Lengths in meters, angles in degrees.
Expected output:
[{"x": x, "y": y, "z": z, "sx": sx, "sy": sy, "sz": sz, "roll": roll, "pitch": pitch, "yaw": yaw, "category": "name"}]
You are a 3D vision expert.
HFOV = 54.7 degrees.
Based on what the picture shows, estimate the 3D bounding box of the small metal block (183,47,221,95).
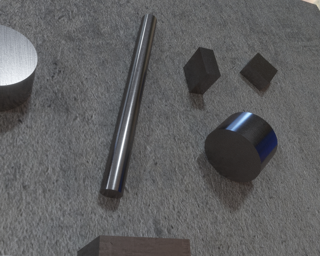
[{"x": 0.063, "y": -0.087, "z": 0.477, "sx": 0.025, "sy": 0.050, "sz": 0.050, "roll": 5, "pitch": 60, "yaw": -26, "category": "small metal block"}]

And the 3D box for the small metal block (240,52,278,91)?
[{"x": 0.182, "y": -0.104, "z": 0.568, "sx": 0.050, "sy": 0.025, "sz": 0.050, "roll": 43, "pitch": 51, "yaw": 1, "category": "small metal block"}]

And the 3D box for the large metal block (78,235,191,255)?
[{"x": -0.026, "y": 0.131, "z": 0.275, "sx": 0.081, "sy": 0.080, "sz": 0.050, "roll": 11, "pitch": 57, "yaw": -23, "category": "large metal block"}]

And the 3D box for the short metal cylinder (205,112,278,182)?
[{"x": 0.107, "y": 0.025, "z": 0.413, "sx": 0.080, "sy": 0.080, "sz": 0.050, "roll": 49, "pitch": 51, "yaw": 6, "category": "short metal cylinder"}]

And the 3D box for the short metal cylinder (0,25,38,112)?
[{"x": -0.177, "y": -0.064, "z": 0.332, "sx": 0.081, "sy": 0.050, "sz": 0.080, "roll": 14, "pitch": 56, "yaw": -21, "category": "short metal cylinder"}]

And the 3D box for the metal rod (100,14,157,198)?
[{"x": -0.035, "y": -0.052, "z": 0.417, "sx": 0.025, "sy": 0.025, "sz": 0.300, "roll": 20, "pitch": 54, "yaw": -17, "category": "metal rod"}]
